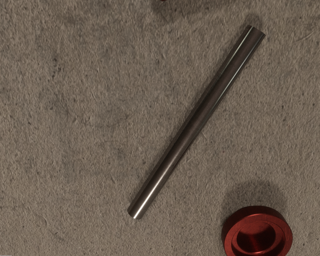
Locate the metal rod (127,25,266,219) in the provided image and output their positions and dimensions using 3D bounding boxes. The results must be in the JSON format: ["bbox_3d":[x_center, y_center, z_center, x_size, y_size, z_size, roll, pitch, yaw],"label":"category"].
[{"bbox_3d":[0.039,0.004,0.411,0.025,0.025,0.298,29,107,-11],"label":"metal rod"}]

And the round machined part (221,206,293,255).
[{"bbox_3d":[0.140,0.156,0.460,0.099,0.042,0.097,0,110,-1],"label":"round machined part"}]
